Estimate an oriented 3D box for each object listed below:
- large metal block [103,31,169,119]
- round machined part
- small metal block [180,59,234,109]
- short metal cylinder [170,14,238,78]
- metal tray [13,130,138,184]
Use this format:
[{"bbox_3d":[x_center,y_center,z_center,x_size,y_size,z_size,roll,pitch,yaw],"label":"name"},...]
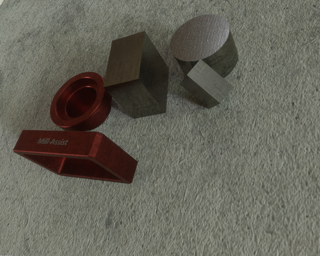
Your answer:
[{"bbox_3d":[-0.029,-0.070,0.427,0.050,0.080,0.080,-10,58,23],"label":"large metal block"},{"bbox_3d":[-0.115,-0.034,0.474,0.098,0.042,0.098,-13,56,21],"label":"round machined part"},{"bbox_3d":[0.055,-0.052,0.378,0.050,0.050,0.025,40,83,-2],"label":"small metal block"},{"bbox_3d":[0.061,-0.106,0.421,0.080,0.050,0.080,-13,56,21],"label":"short metal cylinder"},{"bbox_3d":[-0.106,0.037,0.395,0.130,0.090,0.030,1,63,28],"label":"metal tray"}]
